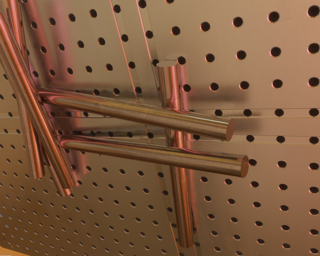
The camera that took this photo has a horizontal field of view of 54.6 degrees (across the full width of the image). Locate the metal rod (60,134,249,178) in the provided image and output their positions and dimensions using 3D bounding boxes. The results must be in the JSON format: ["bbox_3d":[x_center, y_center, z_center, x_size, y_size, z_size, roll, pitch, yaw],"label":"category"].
[{"bbox_3d":[-0.031,0.032,0.422,0.300,0.025,0.025,5,121,35],"label":"metal rod"}]

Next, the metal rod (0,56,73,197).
[{"bbox_3d":[-0.206,-0.011,0.514,0.025,0.025,0.298,1,119,28],"label":"metal rod"}]

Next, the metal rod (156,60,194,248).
[{"bbox_3d":[0.026,0.055,0.432,0.025,0.025,0.298,7,122,25],"label":"metal rod"}]

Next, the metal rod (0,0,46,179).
[{"bbox_3d":[-0.203,-0.055,0.464,0.025,0.025,0.298,13,117,21],"label":"metal rod"}]

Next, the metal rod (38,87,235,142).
[{"bbox_3d":[-0.053,-0.024,0.401,0.300,0.025,0.025,12,124,30],"label":"metal rod"}]

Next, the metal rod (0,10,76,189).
[{"bbox_3d":[-0.182,-0.021,0.464,0.025,0.025,0.298,8,129,24],"label":"metal rod"}]
